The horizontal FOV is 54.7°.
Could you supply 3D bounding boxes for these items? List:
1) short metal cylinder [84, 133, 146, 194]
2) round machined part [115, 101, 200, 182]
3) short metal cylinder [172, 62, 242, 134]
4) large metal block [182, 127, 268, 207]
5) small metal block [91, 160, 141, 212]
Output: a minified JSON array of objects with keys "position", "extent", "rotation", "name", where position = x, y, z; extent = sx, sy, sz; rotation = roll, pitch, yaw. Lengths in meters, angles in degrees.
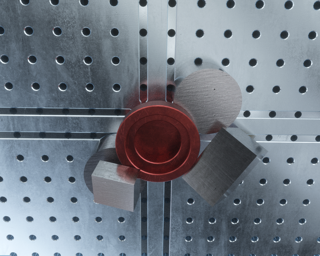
[{"position":[-0.057,0.053,0.419],"extent":[0.081,0.050,0.079],"rotation":[0,110,0],"name":"short metal cylinder"},{"position":[-0.002,0.013,0.378],"extent":[0.099,0.042,0.097],"rotation":[0,110,0],"name":"round machined part"},{"position":[0.056,-0.038,0.386],"extent":[0.081,0.050,0.079],"rotation":[0,110,0],"name":"short metal cylinder"},{"position":[0.085,0.046,0.395],"extent":[0.050,0.080,0.080],"rotation":[43,108,21],"name":"large metal block"},{"position":[-0.052,0.070,0.372],"extent":[0.050,0.025,0.050],"rotation":[12,130,8],"name":"small metal block"}]
